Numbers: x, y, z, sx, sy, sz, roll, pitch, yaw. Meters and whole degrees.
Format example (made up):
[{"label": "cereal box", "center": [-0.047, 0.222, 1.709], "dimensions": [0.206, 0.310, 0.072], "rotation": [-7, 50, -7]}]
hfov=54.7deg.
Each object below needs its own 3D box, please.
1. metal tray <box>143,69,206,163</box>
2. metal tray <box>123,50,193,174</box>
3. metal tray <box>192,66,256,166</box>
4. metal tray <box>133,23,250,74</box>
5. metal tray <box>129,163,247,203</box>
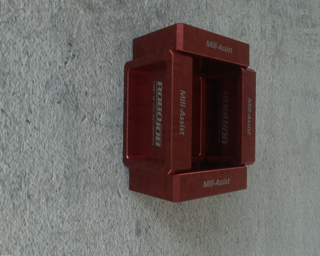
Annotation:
[{"label": "metal tray", "center": [0.021, -0.017, 0.423], "dimensions": [0.091, 0.030, 0.129], "rotation": [1, 89, -40]}, {"label": "metal tray", "center": [-0.005, -0.017, 0.360], "dimensions": [0.030, 0.090, 0.129], "rotation": [1, 89, -40]}, {"label": "metal tray", "center": [0.088, -0.015, 0.439], "dimensions": [0.030, 0.090, 0.129], "rotation": [1, 89, -40]}, {"label": "metal tray", "center": [0.042, -0.096, 0.400], "dimensions": [0.131, 0.090, 0.030], "rotation": [1, 90, -40]}, {"label": "metal tray", "center": [0.038, 0.064, 0.397], "dimensions": [0.131, 0.090, 0.030], "rotation": [1, 90, -40]}]
